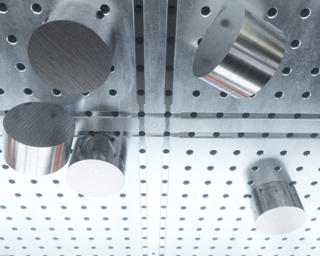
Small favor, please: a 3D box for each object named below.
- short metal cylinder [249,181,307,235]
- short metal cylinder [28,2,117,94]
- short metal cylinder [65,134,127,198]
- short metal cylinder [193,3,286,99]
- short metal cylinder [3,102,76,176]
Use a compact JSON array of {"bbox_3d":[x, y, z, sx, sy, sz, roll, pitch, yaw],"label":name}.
[{"bbox_3d":[0.192,0.132,0.511,0.081,0.050,0.079,0,130,0],"label":"short metal cylinder"},{"bbox_3d":[-0.088,-0.083,0.323,0.081,0.050,0.079,0,130,0],"label":"short metal cylinder"},{"bbox_3d":[-0.088,0.054,0.440,0.081,0.050,0.079,0,130,0],"label":"short metal cylinder"},{"bbox_3d":[0.077,-0.076,0.312,0.050,0.080,0.080,25,126,-20],"label":"short metal cylinder"},{"bbox_3d":[-0.150,0.012,0.384,0.081,0.080,0.050,14,129,-12],"label":"short metal cylinder"}]
